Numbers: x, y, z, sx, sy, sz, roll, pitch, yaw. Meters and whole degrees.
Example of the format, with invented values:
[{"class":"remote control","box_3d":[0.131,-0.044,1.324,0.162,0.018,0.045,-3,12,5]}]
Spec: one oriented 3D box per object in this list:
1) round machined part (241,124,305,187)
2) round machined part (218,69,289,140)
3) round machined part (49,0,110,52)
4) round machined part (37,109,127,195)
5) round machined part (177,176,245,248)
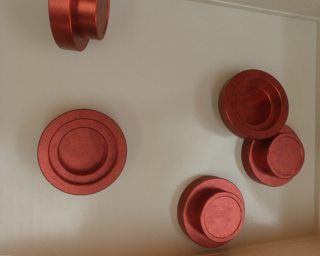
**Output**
[{"class":"round machined part","box_3d":[0.176,0.040,0.466,0.099,0.042,0.097,0,90,-20]},{"class":"round machined part","box_3d":[0.128,-0.030,0.442,0.099,0.042,0.098,2,81,-14]},{"class":"round machined part","box_3d":[-0.082,-0.132,0.337,0.042,0.098,0.097,8,87,0]},{"class":"round machined part","box_3d":[-0.092,0.027,0.367,0.099,0.042,0.097,0,90,-20]},{"class":"round machined part","box_3d":[0.077,0.118,0.430,0.099,0.042,0.097,0,90,-20]}]
